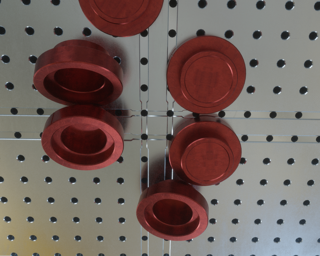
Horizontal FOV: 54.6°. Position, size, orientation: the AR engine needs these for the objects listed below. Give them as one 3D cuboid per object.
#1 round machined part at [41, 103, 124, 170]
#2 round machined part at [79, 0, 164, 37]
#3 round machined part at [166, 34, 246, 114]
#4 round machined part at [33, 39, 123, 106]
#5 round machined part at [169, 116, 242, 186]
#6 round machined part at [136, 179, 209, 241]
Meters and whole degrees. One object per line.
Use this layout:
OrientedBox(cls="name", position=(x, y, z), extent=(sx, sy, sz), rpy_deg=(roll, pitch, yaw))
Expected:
OrientedBox(cls="round machined part", position=(-0.095, 0.007, 0.394), extent=(0.099, 0.042, 0.097), rpy_deg=(-3, 134, -3))
OrientedBox(cls="round machined part", position=(-0.044, -0.152, 0.348), extent=(0.099, 0.042, 0.097), rpy_deg=(0, 110, 0))
OrientedBox(cls="round machined part", position=(0.057, -0.063, 0.381), extent=(0.099, 0.042, 0.097), rpy_deg=(0, 110, 0))
OrientedBox(cls="round machined part", position=(-0.093, -0.065, 0.361), extent=(0.099, 0.098, 0.042), rpy_deg=(-2, 66, -1))
OrientedBox(cls="round machined part", position=(0.061, 0.037, 0.418), extent=(0.099, 0.042, 0.097), rpy_deg=(0, 110, 0))
OrientedBox(cls="round machined part", position=(0.019, 0.111, 0.436), extent=(0.098, 0.042, 0.097), rpy_deg=(5, 125, 7))
